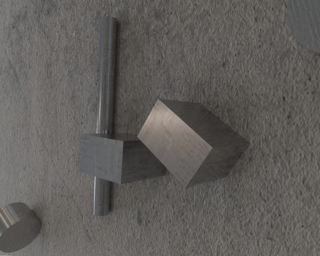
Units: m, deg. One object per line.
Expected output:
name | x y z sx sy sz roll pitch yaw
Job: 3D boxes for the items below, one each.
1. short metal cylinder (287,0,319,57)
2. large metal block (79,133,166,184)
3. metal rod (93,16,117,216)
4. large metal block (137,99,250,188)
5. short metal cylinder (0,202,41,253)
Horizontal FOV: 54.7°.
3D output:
short metal cylinder | 0.156 -0.098 0.260 0.080 0.050 0.080 0 90 40
large metal block | -0.048 0.036 0.409 0.080 0.081 0.050 7 94 40
metal rod | -0.084 -0.016 0.474 0.025 0.025 0.298 5 93 40
large metal block | 0.037 0.013 0.339 0.080 0.081 0.050 44 117 31
short metal cylinder | -0.282 0.192 0.602 0.050 0.081 0.079 35 112 34
